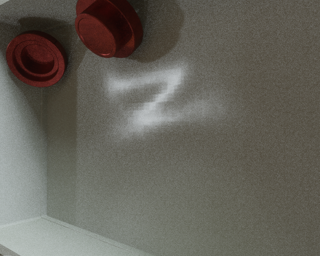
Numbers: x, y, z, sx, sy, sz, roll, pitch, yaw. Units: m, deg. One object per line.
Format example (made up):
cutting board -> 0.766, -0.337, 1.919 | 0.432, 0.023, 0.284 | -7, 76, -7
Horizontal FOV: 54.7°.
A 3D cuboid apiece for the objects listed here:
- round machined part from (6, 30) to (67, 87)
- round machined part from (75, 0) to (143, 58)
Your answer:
round machined part -> -0.214, -0.125, 0.549 | 0.097, 0.098, 0.042 | -52, 21, 27
round machined part -> -0.076, -0.135, 0.422 | 0.098, 0.042, 0.098 | 26, 149, 17
